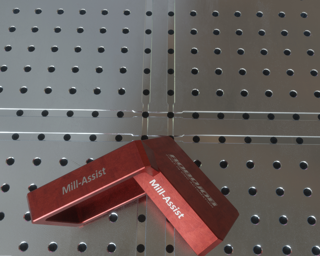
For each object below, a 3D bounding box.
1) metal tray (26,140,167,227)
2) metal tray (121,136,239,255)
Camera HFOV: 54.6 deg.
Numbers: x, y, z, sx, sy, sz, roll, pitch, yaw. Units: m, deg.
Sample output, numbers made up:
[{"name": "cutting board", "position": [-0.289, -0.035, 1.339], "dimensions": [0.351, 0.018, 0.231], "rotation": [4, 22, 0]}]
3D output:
[{"name": "metal tray", "position": [-0.060, 0.065, 0.335], "dimensions": [0.130, 0.090, 0.030], "rotation": [-27, 65, 6]}, {"name": "metal tray", "position": [0.026, 0.068, 0.351], "dimensions": [0.130, 0.090, 0.030], "rotation": [48, 110, 15]}]
